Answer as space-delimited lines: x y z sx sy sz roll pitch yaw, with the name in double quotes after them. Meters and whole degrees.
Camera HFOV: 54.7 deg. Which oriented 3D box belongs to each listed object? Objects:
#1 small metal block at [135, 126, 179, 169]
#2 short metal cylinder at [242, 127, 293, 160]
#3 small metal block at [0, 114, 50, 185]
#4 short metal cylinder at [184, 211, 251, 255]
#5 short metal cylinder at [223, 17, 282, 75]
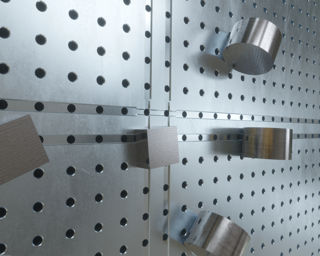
-0.003 0.024 0.407 0.050 0.025 0.050 -7 95 -40 "small metal block"
0.181 0.026 0.525 0.081 0.080 0.050 5 87 -40 "short metal cylinder"
-0.141 0.019 0.291 0.050 0.025 0.050 -28 108 -36 "small metal block"
0.081 0.162 0.442 0.080 0.080 0.050 49 61 -29 "short metal cylinder"
0.148 -0.129 0.497 0.080 0.080 0.050 37 68 -34 "short metal cylinder"
